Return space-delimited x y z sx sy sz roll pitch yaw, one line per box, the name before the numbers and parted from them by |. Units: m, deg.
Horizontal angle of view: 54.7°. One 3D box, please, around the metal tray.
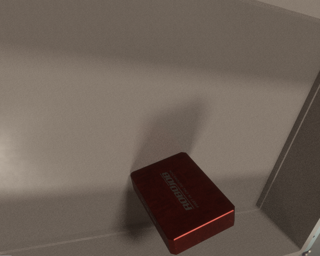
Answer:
metal tray | 0.026 0.092 0.414 0.091 0.130 0.030 -21 127 -17
